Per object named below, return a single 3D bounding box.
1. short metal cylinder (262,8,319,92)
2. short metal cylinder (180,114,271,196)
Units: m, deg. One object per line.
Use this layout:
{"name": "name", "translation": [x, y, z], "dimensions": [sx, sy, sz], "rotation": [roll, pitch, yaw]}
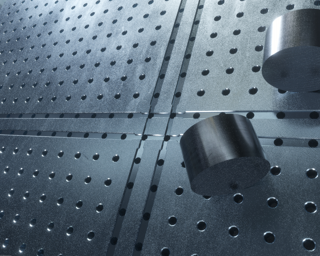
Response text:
{"name": "short metal cylinder", "translation": [0.156, -0.082, 0.341], "dimensions": [0.080, 0.080, 0.050], "rotation": [0, 62, 28]}
{"name": "short metal cylinder", "translation": [0.065, 0.030, 0.320], "dimensions": [0.080, 0.080, 0.050], "rotation": [-23, 53, 14]}
